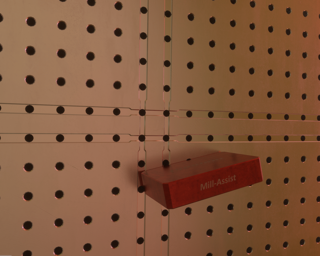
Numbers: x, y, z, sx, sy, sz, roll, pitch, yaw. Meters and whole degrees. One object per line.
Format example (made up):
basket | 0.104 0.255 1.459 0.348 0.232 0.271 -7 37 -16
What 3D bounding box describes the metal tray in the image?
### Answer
metal tray | 0.052 0.062 0.398 0.131 0.090 0.030 -12 94 -20
